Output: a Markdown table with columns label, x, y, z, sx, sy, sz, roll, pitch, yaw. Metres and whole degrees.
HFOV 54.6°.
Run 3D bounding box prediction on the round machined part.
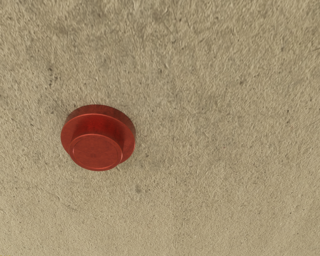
| label | x | y | z | sx | sy | sz | roll | pitch | yaw |
| --- | --- | --- | --- | --- | --- | --- | --- | --- | --- |
| round machined part | -0.083 | 0.020 | 0.412 | 0.099 | 0.042 | 0.097 | 0 | 130 | 0 |
